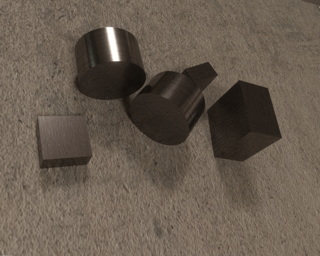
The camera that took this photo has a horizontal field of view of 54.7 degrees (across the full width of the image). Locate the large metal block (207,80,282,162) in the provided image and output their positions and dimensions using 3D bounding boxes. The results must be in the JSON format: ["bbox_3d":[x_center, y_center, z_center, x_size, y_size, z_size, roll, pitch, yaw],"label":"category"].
[{"bbox_3d":[0.114,-0.007,0.437,0.050,0.080,0.080,11,57,-23],"label":"large metal block"}]

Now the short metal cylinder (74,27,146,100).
[{"bbox_3d":[-0.062,-0.077,0.383,0.081,0.080,0.050,0,62,-29],"label":"short metal cylinder"}]

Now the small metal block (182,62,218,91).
[{"bbox_3d":[0.049,-0.068,0.457,0.050,0.050,0.025,-24,75,-37],"label":"small metal block"}]

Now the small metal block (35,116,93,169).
[{"bbox_3d":[-0.106,0.015,0.339,0.050,0.025,0.050,-2,63,-30],"label":"small metal block"}]

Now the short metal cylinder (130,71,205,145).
[{"bbox_3d":[0.010,-0.024,0.390,0.080,0.080,0.050,39,51,-3],"label":"short metal cylinder"}]
